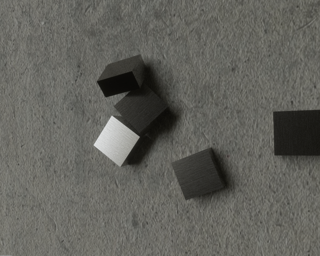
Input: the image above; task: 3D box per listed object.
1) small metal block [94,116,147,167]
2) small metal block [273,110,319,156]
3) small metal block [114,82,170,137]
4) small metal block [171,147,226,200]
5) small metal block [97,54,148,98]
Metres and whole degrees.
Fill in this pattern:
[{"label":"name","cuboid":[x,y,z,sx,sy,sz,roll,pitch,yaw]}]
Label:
[{"label":"small metal block","cuboid":[-0.055,0.018,0.428,0.050,0.025,0.050,37,102,16]},{"label":"small metal block","cuboid":[0.157,0.006,0.354,0.050,0.025,0.050,-2,90,20]},{"label":"small metal block","cuboid":[-0.023,-0.025,0.409,0.050,0.025,0.050,-43,76,-6]},{"label":"small metal block","cuboid":[0.049,0.057,0.392,0.050,0.025,0.050,-24,82,18]},{"label":"small metal block","cuboid":[-0.049,-0.069,0.410,0.050,0.050,0.025,-12,123,19]}]
